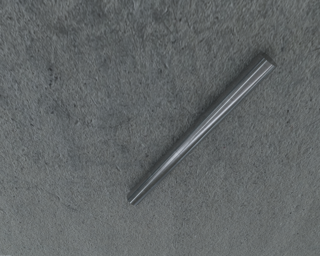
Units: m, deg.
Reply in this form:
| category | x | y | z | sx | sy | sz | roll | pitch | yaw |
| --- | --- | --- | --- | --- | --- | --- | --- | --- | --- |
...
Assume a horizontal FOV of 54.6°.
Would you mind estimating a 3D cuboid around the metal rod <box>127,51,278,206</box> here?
| category | x | y | z | sx | sy | sz | roll | pitch | yaw |
| --- | --- | --- | --- | --- | --- | --- | --- | --- | --- |
| metal rod | 0.039 | 0.019 | 0.423 | 0.025 | 0.025 | 0.299 | 26 | 125 | -21 |
